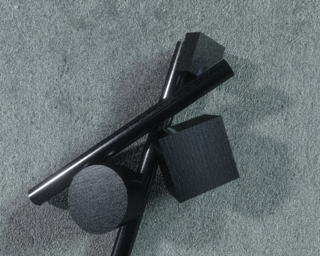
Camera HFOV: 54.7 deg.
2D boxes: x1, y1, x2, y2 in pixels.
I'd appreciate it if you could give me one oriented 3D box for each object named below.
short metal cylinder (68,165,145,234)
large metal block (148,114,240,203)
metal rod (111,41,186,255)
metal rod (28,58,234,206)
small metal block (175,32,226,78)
[{"bbox_3d":[-0.065,0.086,0.385,0.080,0.050,0.080,-2,83,20],"label":"short metal cylinder"},{"bbox_3d":[0.041,0.034,0.384,0.081,0.050,0.080,-20,99,-13],"label":"large metal block"},{"bbox_3d":[-0.010,0.033,0.410,0.025,0.025,0.298,17,90,0],"label":"metal rod"},{"bbox_3d":[-0.041,0.009,0.393,0.300,0.025,0.025,-34,90,6],"label":"metal rod"},{"bbox_3d":[0.053,-0.089,0.399,0.050,0.025,0.050,17,90,-40],"label":"small metal block"}]
